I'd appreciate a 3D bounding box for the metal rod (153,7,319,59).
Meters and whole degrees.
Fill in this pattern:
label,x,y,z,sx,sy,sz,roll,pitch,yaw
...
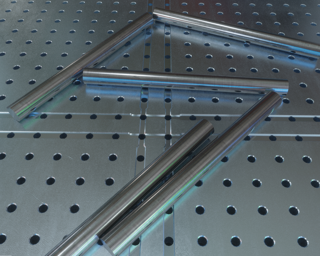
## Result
label,x,y,z,sx,sy,sz,roll,pitch,yaw
metal rod,0.130,-0.172,0.554,0.301,0.025,0.025,18,52,14

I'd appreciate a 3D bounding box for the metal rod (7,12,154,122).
label,x,y,z,sx,sy,sz,roll,pitch,yaw
metal rod,-0.111,-0.111,0.499,0.025,0.025,0.301,29,56,22

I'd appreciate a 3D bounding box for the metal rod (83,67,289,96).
label,x,y,z,sx,sy,sz,roll,pitch,yaw
metal rod,0.036,-0.070,0.466,0.302,0.025,0.025,4,50,2

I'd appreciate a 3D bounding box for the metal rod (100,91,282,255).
label,x,y,z,sx,sy,sz,roll,pitch,yaw
metal rod,0.056,0.039,0.375,0.302,0.025,0.025,-37,59,-27

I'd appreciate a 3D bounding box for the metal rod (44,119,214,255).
label,x,y,z,sx,sy,sz,roll,pitch,yaw
metal rod,-0.041,0.082,0.337,0.025,0.025,0.302,36,58,26
